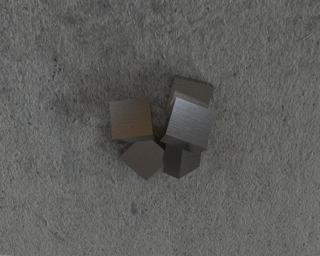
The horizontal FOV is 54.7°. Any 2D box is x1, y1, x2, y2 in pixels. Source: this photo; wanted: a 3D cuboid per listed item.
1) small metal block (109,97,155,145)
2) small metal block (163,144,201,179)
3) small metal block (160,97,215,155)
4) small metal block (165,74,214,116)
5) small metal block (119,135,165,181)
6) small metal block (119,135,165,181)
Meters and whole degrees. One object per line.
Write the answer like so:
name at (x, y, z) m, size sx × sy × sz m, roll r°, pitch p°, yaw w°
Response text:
small metal block at (-0.035, -0.009, 0.394) m, size 0.050 × 0.025 × 0.050 m, roll -7°, pitch 72°, yaw 2°
small metal block at (0.031, 0.032, 0.408) m, size 0.025 × 0.050 × 0.050 m, roll 19°, pitch 114°, yaw 34°
small metal block at (0.033, -0.002, 0.370) m, size 0.050 × 0.025 × 0.050 m, roll 20°, pitch 65°, yaw -8°
small metal block at (0.036, -0.037, 0.398) m, size 0.050 × 0.025 × 0.050 m, roll 13°, pitch 110°, yaw -5°
small metal block at (-0.019, 0.035, 0.424) m, size 0.050 × 0.025 × 0.050 m, roll -43°, pitch 105°, yaw 14°
small metal block at (-0.019, 0.035, 0.424) m, size 0.050 × 0.025 × 0.050 m, roll -43°, pitch 105°, yaw 14°
